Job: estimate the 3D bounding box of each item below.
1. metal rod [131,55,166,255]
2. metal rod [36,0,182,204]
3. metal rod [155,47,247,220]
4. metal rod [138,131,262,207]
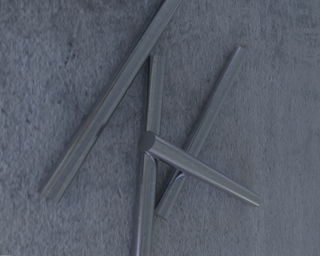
[{"bbox_3d":[-0.016,0.058,0.393,0.025,0.025,0.298,7,85,-40],"label":"metal rod"},{"bbox_3d":[-0.047,-0.053,0.366,0.025,0.025,0.300,42,64,-32],"label":"metal rod"},{"bbox_3d":[0.066,-0.006,0.462,0.025,0.025,0.300,44,63,-32],"label":"metal rod"},{"bbox_3d":[0.077,0.071,0.445,0.301,0.025,0.025,32,70,-44],"label":"metal rod"}]
